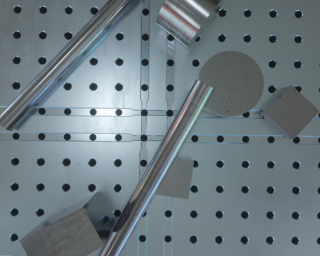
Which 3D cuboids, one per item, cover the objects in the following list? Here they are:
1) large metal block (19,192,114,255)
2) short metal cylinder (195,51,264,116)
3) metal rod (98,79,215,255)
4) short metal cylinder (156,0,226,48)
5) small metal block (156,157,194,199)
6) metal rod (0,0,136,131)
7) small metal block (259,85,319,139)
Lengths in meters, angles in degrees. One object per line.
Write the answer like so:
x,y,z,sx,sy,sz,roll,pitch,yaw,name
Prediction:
-0.109,0.128,0.385,0.080,0.080,0.050,-28,90,0,large metal block
0.086,-0.054,0.401,0.081,0.050,0.080,0,90,0,short metal cylinder
-0.018,0.078,0.387,0.025,0.025,0.299,29,100,0,metal rod
0.040,-0.148,0.386,0.050,0.080,0.080,38,90,0,short metal cylinder
0.015,0.064,0.413,0.050,0.025,0.050,9,90,0,small metal block
-0.104,-0.113,0.412,0.025,0.025,0.300,44,90,0,metal rod
0.172,-0.021,0.414,0.050,0.025,0.050,43,90,0,small metal block
